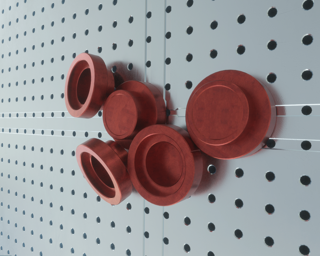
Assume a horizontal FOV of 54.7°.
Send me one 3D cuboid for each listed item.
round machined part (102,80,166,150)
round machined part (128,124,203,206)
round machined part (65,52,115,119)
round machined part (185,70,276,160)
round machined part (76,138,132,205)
[{"bbox_3d":[-0.042,-0.018,0.431,0.098,0.042,0.097,0,90,39],"label":"round machined part"},{"bbox_3d":[0.010,0.044,0.385,0.098,0.042,0.097,1,92,35],"label":"round machined part"},{"bbox_3d":[-0.105,-0.063,0.475,0.098,0.042,0.097,-9,78,48],"label":"round machined part"},{"bbox_3d":[0.069,-0.015,0.334,0.098,0.042,0.097,-3,85,35],"label":"round machined part"},{"bbox_3d":[-0.072,0.056,0.438,0.098,0.042,0.097,30,138,32],"label":"round machined part"}]
